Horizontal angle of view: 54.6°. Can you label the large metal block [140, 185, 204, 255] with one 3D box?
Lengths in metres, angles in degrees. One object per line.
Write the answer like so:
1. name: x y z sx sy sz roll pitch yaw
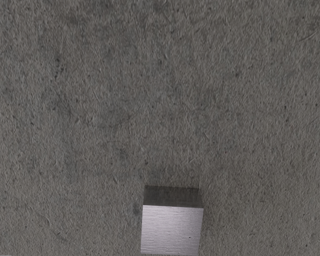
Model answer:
1. large metal block: 0.015 0.132 0.445 0.080 0.050 0.079 3 110 -2
